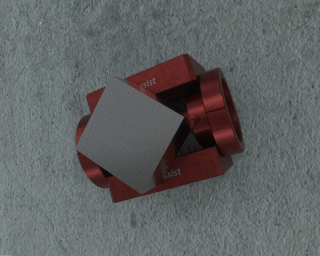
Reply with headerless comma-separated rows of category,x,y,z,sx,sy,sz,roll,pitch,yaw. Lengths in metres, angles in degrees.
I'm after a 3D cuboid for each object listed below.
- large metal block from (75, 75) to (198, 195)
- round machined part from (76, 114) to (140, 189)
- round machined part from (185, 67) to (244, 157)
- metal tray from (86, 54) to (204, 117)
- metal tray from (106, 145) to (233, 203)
large metal block,-0.022,0.005,0.306,0.080,0.050,0.080,31,100,17
round machined part,-0.059,0.024,0.391,0.042,0.098,0.097,-16,85,19
round machined part,0.060,-0.015,0.349,0.042,0.098,0.097,-16,85,19
metal tray,-0.011,-0.044,0.380,0.130,0.090,0.030,-19,84,18
metal tray,0.015,0.051,0.368,0.130,0.090,0.030,-18,84,18
